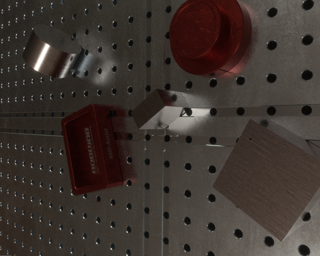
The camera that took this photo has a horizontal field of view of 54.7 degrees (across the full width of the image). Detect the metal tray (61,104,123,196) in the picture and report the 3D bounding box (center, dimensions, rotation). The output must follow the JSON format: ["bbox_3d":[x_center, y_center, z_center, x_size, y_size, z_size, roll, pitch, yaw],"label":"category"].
[{"bbox_3d":[-0.111,0.036,0.494,0.090,0.030,0.129,-21,77,37],"label":"metal tray"}]

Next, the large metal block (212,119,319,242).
[{"bbox_3d":[0.112,0.046,0.300,0.080,0.050,0.079,37,113,33],"label":"large metal block"}]

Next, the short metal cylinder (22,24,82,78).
[{"bbox_3d":[-0.180,-0.128,0.519,0.080,0.081,0.050,51,120,27],"label":"short metal cylinder"}]

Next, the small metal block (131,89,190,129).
[{"bbox_3d":[0.001,-0.022,0.391,0.050,0.050,0.025,-40,66,32],"label":"small metal block"}]

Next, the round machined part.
[{"bbox_3d":[0.050,-0.110,0.356,0.098,0.042,0.097,0,90,39],"label":"round machined part"}]
